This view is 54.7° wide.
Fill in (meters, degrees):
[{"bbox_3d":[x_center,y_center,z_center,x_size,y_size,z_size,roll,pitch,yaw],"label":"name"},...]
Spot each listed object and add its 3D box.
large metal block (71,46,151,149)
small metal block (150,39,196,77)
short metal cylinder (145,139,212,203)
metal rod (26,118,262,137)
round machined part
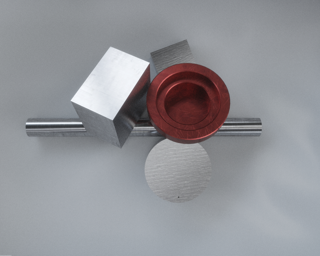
[{"bbox_3d":[-0.052,-0.033,0.367,0.050,0.080,0.080,25,67,11],"label":"large metal block"},{"bbox_3d":[0.020,-0.082,0.411,0.050,0.025,0.050,-21,90,-1],"label":"small metal block"},{"bbox_3d":[0.022,0.050,0.397,0.081,0.050,0.079,0,90,-1],"label":"short metal cylinder"},{"bbox_3d":[-0.020,-0.001,0.408,0.302,0.025,0.025,0,90,-1],"label":"metal rod"},{"bbox_3d":[0.033,-0.027,0.383,0.099,0.042,0.098,0,72,0],"label":"round machined part"}]
